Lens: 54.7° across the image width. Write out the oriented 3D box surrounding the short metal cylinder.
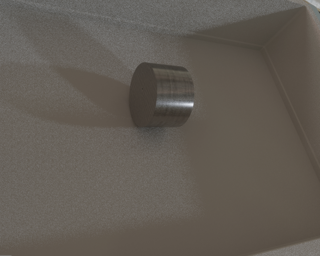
[{"bbox_3d":[0.000,-0.041,0.394,0.050,0.080,0.080,0,62,-29],"label":"short metal cylinder"}]
